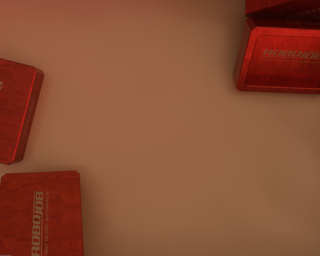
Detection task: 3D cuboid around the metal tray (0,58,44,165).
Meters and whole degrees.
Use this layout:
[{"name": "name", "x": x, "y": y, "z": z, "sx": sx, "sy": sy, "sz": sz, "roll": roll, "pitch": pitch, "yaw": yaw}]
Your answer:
[{"name": "metal tray", "x": -0.216, "y": -0.025, "z": 0.406, "sx": 0.091, "sy": 0.030, "sz": 0.129, "roll": 14, "pitch": 90, "yaw": -1}]

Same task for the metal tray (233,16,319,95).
[{"name": "metal tray", "x": 0.165, "y": -0.087, "z": 0.384, "sx": 0.131, "sy": 0.030, "sz": 0.089, "roll": 2, "pitch": 134, "yaw": -1}]

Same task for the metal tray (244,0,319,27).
[{"name": "metal tray", "x": 0.174, "y": -0.145, "z": 0.347, "sx": 0.091, "sy": 0.130, "sz": 0.030, "roll": 2, "pitch": 90, "yaw": -41}]

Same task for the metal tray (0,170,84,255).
[{"name": "metal tray", "x": -0.138, "y": 0.115, "z": 0.360, "sx": 0.091, "sy": 0.030, "sz": 0.130, "roll": 0, "pitch": 54, "yaw": -19}]
